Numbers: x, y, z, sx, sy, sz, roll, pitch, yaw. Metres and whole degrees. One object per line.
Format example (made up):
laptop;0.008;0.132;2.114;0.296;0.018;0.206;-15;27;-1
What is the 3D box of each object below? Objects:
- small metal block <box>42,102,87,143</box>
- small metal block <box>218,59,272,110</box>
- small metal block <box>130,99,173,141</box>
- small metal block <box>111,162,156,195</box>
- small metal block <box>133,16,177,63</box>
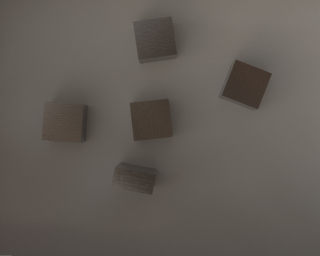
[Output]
small metal block;-0.125;-0.008;0.410;0.050;0.025;0.050;4;90;0
small metal block;0.112;-0.056;0.412;0.050;0.025;0.050;21;90;0
small metal block;-0.011;-0.011;0.411;0.050;0.025;0.050;-6;90;0
small metal block;-0.032;0.064;0.399;0.050;0.050;0.025;10;90;0
small metal block;-0.006;-0.116;0.411;0.050;0.025;0.050;-8;90;0
